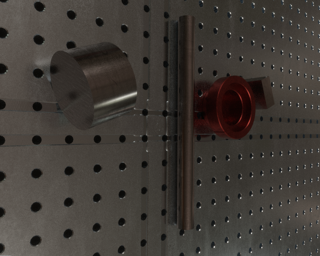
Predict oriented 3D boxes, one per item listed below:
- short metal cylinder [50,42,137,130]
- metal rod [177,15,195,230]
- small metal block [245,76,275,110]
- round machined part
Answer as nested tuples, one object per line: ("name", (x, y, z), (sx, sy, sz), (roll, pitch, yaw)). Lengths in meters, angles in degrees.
("short metal cylinder", (-0.069, -0.043, 0.317), (0.050, 0.080, 0.080), (-25, 106, -38))
("metal rod", (0.037, -0.008, 0.442), (0.025, 0.025, 0.298), (0, 90, -40))
("small metal block", (0.164, -0.059, 0.533), (0.025, 0.050, 0.050), (-27, 107, -37))
("round machined part", (0.105, -0.031, 0.489), (0.099, 0.042, 0.097), (0, 90, -40))
